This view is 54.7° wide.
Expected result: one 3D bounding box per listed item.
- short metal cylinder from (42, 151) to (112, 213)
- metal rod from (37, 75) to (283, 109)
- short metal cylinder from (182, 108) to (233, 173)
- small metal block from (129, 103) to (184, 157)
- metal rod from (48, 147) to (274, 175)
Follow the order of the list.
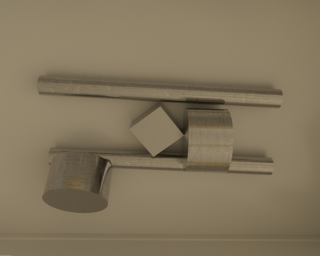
[{"bbox_3d":[-0.105,0.072,0.403,0.081,0.050,0.080,1,144,1],"label":"short metal cylinder"},{"bbox_3d":[0.002,-0.045,0.392,0.302,0.025,0.025,3,110,-2],"label":"metal rod"},{"bbox_3d":[0.057,0.015,0.387,0.050,0.080,0.079,2,110,-1],"label":"short metal cylinder"},{"bbox_3d":[-0.004,0.001,0.410,0.050,0.025,0.050,-36,107,12],"label":"small metal block"},{"bbox_3d":[0.003,0.046,0.426,0.302,0.025,0.025,3,110,-2],"label":"metal rod"}]
